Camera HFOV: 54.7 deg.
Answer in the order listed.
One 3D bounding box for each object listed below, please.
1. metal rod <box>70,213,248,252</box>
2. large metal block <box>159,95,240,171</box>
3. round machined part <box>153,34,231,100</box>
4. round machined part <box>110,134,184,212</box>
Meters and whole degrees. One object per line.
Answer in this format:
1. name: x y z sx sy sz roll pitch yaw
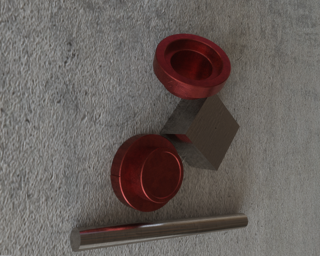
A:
1. metal rod: 0.024 0.138 0.427 0.302 0.025 0.025 9 84 -40
2. large metal block: 0.058 0.003 0.440 0.080 0.050 0.080 48 62 -30
3. round machined part: 0.039 -0.076 0.407 0.099 0.042 0.098 7 54 -9
4. round machined part: -0.009 0.056 0.388 0.099 0.042 0.097 0 90 -40
